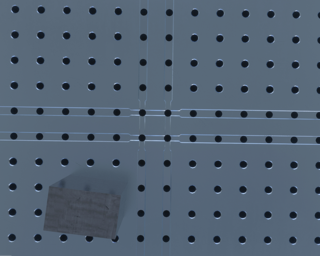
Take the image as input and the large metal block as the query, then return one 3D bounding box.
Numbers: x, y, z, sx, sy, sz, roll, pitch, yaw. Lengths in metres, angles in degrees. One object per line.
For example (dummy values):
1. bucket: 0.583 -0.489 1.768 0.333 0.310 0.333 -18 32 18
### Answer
1. large metal block: -0.087 0.094 0.385 0.081 0.080 0.050 7 90 -1
